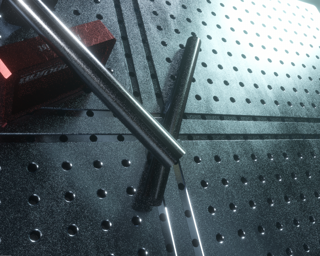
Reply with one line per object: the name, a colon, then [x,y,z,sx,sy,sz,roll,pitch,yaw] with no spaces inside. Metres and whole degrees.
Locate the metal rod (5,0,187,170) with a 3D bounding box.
metal rod: [-0.089,-0.078,0.291,0.300,0.025,0.025,46,51,3]

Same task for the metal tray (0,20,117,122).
metal tray: [-0.118,-0.064,0.342,0.131,0.090,0.030,-33,81,-38]

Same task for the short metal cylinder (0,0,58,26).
short metal cylinder: [-0.175,-0.176,0.387,0.081,0.080,0.050,-34,82,-38]

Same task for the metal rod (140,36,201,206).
metal rod: [0.024,-0.032,0.442,0.025,0.025,0.300,26,52,-13]
